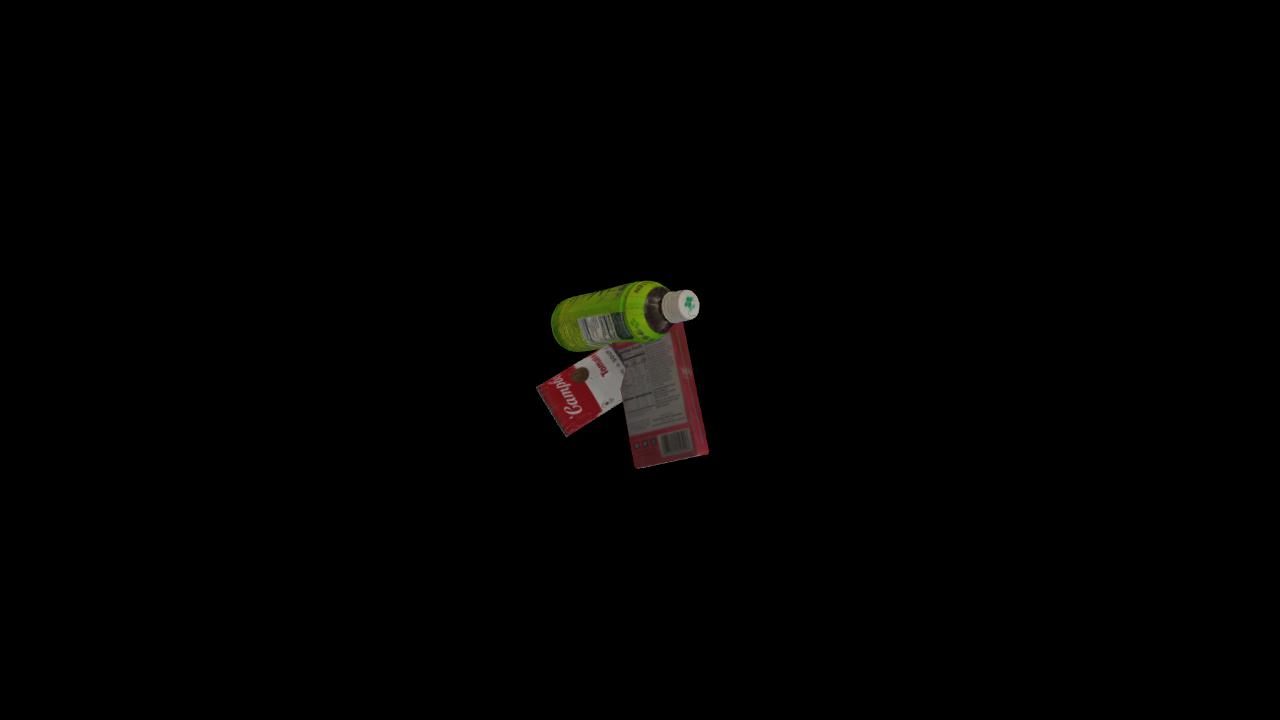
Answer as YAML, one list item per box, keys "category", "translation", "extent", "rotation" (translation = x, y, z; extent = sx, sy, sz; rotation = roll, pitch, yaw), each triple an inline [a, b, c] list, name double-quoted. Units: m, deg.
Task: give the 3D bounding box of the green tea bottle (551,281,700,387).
- category: "green tea bottle"
  translation: [-0.018, -0.048, 0.690]
  extent: [0.073, 0.073, 0.212]
  rotation: [0, -1, -40]

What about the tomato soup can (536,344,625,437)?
- category: "tomato soup can"
  translation: [-0.058, 0.033, 0.701]
  extent: [0.101, 0.068, 0.068]
  rotation: [-31, 5, -8]

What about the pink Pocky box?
- category: "pink Pocky box"
  translation: [0.020, 0.033, 0.663]
  extent: [0.084, 0.155, 0.029]
  rotation: [-19, -14, 34]

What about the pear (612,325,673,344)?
- category: "pear"
  translation: [0.024, 0.036, 0.712]
  extent: [0.080, 0.111, 0.080]
  rotation: [-22, -9, -4]
